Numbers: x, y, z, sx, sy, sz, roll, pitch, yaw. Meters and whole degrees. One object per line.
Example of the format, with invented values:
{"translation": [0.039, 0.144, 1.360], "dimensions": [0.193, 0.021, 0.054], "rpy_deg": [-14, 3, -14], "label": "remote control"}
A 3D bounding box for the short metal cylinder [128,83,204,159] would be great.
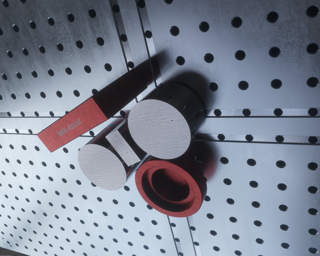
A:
{"translation": [0.008, -0.009, 0.380], "dimensions": [0.080, 0.050, 0.079], "rpy_deg": [13, 124, 21], "label": "short metal cylinder"}

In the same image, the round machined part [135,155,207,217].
{"translation": [0.019, 0.073, 0.430], "dimensions": [0.098, 0.042, 0.097], "rpy_deg": [13, 124, 21], "label": "round machined part"}

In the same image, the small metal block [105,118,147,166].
{"translation": [-0.037, 0.015, 0.418], "dimensions": [0.025, 0.050, 0.050], "rpy_deg": [-28, 103, 37], "label": "small metal block"}

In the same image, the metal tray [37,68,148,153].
{"translation": [-0.087, -0.022, 0.396], "dimensions": [0.130, 0.090, 0.030], "rpy_deg": [-26, 104, 37], "label": "metal tray"}

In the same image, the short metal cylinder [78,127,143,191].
{"translation": [-0.072, 0.045, 0.456], "dimensions": [0.080, 0.050, 0.079], "rpy_deg": [13, 124, 21], "label": "short metal cylinder"}
